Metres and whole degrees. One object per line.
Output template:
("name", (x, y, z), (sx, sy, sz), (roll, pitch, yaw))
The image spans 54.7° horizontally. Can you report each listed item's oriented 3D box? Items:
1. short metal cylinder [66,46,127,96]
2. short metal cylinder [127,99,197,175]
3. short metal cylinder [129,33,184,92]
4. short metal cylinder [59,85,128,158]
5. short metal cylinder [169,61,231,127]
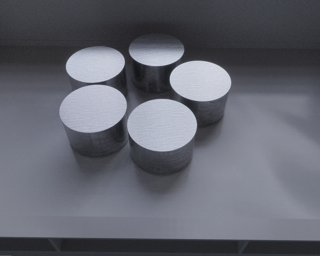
("short metal cylinder", (-0.089, -0.074, 0.447), (0.080, 0.050, 0.080), (0, 50, 0))
("short metal cylinder", (0.003, 0.010, 0.377), (0.080, 0.050, 0.080), (0, 50, 0))
("short metal cylinder", (-0.005, -0.100, 0.470), (0.080, 0.050, 0.080), (0, 50, 0))
("short metal cylinder", (-0.080, -0.009, 0.393), (0.080, 0.050, 0.080), (0, 50, 0))
("short metal cylinder", (0.053, -0.048, 0.426), (0.080, 0.050, 0.080), (0, 50, 0))
